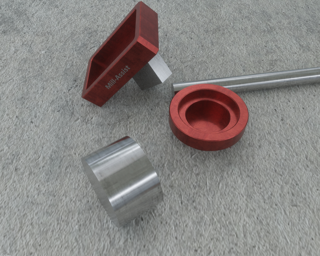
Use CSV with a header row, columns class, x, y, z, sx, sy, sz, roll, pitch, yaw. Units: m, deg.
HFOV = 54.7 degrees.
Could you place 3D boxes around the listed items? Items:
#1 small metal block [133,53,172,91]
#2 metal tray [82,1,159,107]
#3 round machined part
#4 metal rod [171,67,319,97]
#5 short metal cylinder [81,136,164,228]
class,x,y,z,sx,sy,sz,roll,pitch,yaw
small metal block,-0.019,-0.086,0.446,0.050,0.050,0.025,-12,31,52
metal tray,-0.056,-0.099,0.425,0.030,0.130,0.090,29,41,-31
round machined part,0.061,-0.009,0.401,0.099,0.042,0.098,0,50,0
metal rod,0.167,-0.072,0.465,0.302,0.025,0.025,-7,51,-7
short metal cylinder,-0.040,0.055,0.321,0.050,0.080,0.080,-27,56,-21
